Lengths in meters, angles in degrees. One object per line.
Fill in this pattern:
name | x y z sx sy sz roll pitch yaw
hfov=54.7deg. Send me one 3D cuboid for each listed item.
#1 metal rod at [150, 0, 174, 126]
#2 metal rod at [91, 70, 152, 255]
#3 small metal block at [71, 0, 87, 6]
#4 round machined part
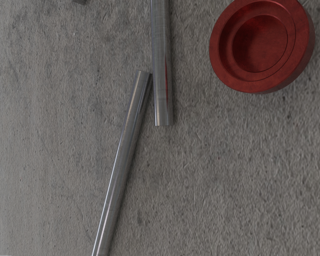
metal rod | 0.000 -0.152 0.404 0.025 0.025 0.298 -4 88 40
metal rod | -0.058 0.064 0.452 0.025 0.025 0.298 25 105 37
small metal block | -0.140 -0.242 0.521 0.050 0.025 0.050 42 115 31
round machined part | 0.102 -0.082 0.310 0.098 0.042 0.097 0 90 40
